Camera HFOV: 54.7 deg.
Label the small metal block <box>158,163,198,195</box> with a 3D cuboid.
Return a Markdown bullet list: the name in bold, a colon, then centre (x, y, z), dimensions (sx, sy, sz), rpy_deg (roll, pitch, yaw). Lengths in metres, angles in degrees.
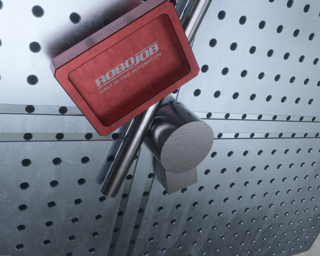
- **small metal block**: centre (0.028, 0.067, 0.470), dimensions (0.050, 0.025, 0.050), rpy_deg (-20, 126, -17)

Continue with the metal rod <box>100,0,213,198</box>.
- **metal rod**: centre (-0.007, -0.039, 0.384), dimensions (0.025, 0.025, 0.298), rpy_deg (14, 111, -35)

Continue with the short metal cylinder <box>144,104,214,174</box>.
- **short metal cylinder**: centre (0.024, 0.014, 0.416), dimensions (0.081, 0.050, 0.079), rpy_deg (-17, 128, -23)

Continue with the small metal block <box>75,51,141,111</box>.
- **small metal block**: centre (-0.058, -0.055, 0.347), dimensions (0.050, 0.025, 0.050), rpy_deg (-41, 130, -1)

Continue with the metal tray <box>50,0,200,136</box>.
- **metal tray**: centre (-0.031, -0.062, 0.320), dimensions (0.130, 0.030, 0.090), rpy_deg (-34, 128, -6)
